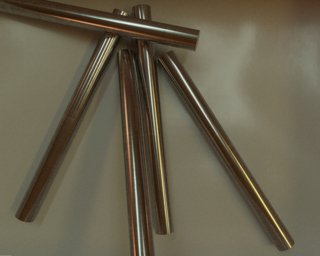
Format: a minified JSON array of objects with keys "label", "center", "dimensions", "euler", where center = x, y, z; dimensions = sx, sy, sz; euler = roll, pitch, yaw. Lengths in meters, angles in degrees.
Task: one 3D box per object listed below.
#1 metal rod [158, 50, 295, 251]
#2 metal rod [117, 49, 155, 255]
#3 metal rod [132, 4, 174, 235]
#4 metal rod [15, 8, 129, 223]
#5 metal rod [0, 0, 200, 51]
[{"label":"metal rod","center":[0.088,0.030,0.412],"dimensions":[0.025,0.025,0.299],"euler":[-32,90,0]},{"label":"metal rod","center":[-0.028,0.039,0.354],"dimensions":[0.025,0.025,0.299],"euler":[-7,67,0]},{"label":"metal rod","center":[-0.009,-0.011,0.411],"dimensions":[0.025,0.025,0.298],"euler":[-6,90,-1]},{"label":"metal rod","center":[-0.114,-0.016,0.409],"dimensions":[0.025,0.025,0.299],"euler":[26,90,-1]},{"label":"metal rod","center":[-0.100,-0.139,0.389],"dimensions":[0.301,0.025,0.025],"euler":[14,90,7]}]
